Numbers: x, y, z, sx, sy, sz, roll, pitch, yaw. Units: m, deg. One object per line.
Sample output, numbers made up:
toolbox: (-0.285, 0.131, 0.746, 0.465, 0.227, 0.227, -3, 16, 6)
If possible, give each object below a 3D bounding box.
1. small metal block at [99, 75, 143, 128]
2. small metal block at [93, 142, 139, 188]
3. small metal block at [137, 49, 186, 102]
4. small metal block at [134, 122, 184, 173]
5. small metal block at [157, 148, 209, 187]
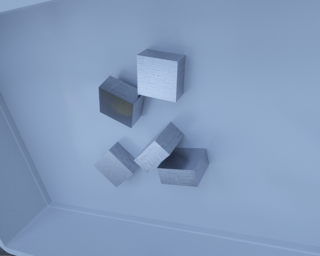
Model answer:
small metal block: (-0.051, -0.033, 0.405, 0.050, 0.025, 0.050, 27, 145, 11)
small metal block: (-0.066, 0.057, 0.477, 0.050, 0.025, 0.050, 45, 129, -4)
small metal block: (0.001, -0.063, 0.368, 0.050, 0.025, 0.050, 14, 124, 20)
small metal block: (-0.001, 0.025, 0.407, 0.025, 0.050, 0.050, 44, 129, -3)
small metal block: (0.031, 0.050, 0.406, 0.050, 0.050, 0.025, 0, 118, 28)
